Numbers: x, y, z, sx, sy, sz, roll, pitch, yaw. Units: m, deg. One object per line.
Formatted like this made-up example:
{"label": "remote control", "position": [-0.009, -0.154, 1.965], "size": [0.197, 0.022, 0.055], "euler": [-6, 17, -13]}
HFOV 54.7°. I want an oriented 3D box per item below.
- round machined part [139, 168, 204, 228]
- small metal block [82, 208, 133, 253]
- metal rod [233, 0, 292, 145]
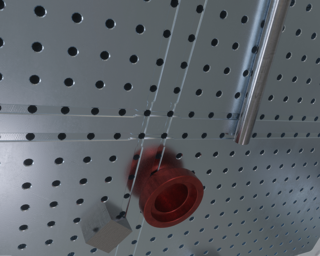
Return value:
{"label": "round machined part", "position": [0.013, 0.100, 0.469], "size": [0.099, 0.042, 0.097], "euler": [-14, 124, -21]}
{"label": "small metal block", "position": [-0.079, 0.154, 0.464], "size": [0.050, 0.025, 0.050], "euler": [-43, 130, 2]}
{"label": "metal rod", "position": [0.147, -0.109, 0.423], "size": [0.025, 0.025, 0.298], "euler": [-7, 122, -25]}
